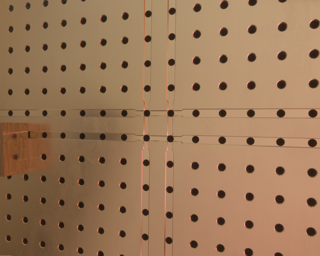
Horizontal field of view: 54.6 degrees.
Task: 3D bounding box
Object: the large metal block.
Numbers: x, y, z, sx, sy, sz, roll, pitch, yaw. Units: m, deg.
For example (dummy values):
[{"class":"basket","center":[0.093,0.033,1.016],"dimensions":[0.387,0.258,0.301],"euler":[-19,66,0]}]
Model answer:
[{"class":"large metal block","center":[-0.259,0.033,0.492],"dimensions":[0.080,0.050,0.080],"euler":[-2,89,20]}]
